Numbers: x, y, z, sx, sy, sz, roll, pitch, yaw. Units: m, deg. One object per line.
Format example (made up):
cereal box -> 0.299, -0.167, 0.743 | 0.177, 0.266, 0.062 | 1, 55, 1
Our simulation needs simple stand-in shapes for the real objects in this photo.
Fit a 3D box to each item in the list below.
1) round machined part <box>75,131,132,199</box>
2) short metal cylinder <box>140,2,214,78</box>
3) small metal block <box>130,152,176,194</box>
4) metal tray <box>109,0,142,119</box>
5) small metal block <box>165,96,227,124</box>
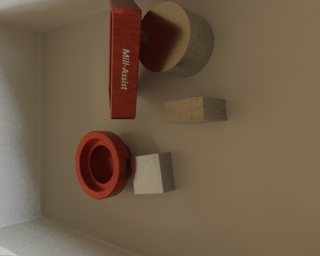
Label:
round machined part -> -0.078, 0.053, 0.458 | 0.098, 0.042, 0.097 | 0, 90, 39
short metal cylinder -> 0.017, -0.104, 0.375 | 0.080, 0.050, 0.079 | 0, 90, 39
small metal block -> -0.010, 0.061, 0.413 | 0.050, 0.025, 0.050 | -12, 82, 39
metal tray -> -0.047, -0.087, 0.386 | 0.090, 0.030, 0.129 | -110, 23, -60
small metal block -> 0.041, -0.019, 0.355 | 0.050, 0.050, 0.025 | -5, 87, 39
